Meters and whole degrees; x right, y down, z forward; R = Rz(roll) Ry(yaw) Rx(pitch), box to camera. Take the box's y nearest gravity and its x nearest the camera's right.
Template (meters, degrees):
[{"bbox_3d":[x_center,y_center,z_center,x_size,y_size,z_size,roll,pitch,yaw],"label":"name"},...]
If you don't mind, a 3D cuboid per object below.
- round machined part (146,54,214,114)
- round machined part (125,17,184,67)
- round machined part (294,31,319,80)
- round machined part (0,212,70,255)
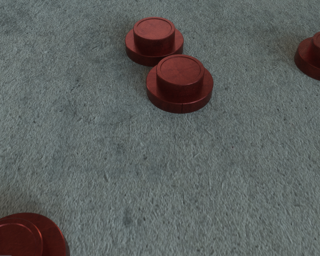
[{"bbox_3d":[0.029,-0.070,0.451,0.099,0.042,0.098,0,50,0],"label":"round machined part"},{"bbox_3d":[-0.009,-0.150,0.518,0.099,0.042,0.098,0,50,0],"label":"round machined part"},{"bbox_3d":[0.272,-0.119,0.494,0.099,0.042,0.098,0,50,0],"label":"round machined part"},{"bbox_3d":[-0.138,0.124,0.287,0.099,0.042,0.098,0,50,0],"label":"round machined part"}]
